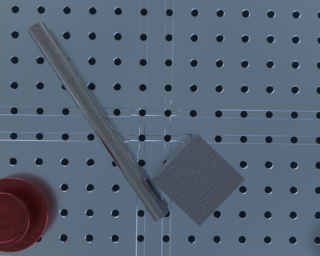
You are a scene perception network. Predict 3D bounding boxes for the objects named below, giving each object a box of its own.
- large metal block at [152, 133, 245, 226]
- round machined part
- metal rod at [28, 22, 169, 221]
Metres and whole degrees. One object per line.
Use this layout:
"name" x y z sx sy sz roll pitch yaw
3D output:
"large metal block" 0.047 0.063 0.402 0.080 0.050 0.080 44 90 -1
"round machined part" -0.196 0.114 0.402 0.099 0.042 0.097 0 90 -1
"metal rod" -0.081 -0.008 0.412 0.025 0.025 0.299 -34 90 0
